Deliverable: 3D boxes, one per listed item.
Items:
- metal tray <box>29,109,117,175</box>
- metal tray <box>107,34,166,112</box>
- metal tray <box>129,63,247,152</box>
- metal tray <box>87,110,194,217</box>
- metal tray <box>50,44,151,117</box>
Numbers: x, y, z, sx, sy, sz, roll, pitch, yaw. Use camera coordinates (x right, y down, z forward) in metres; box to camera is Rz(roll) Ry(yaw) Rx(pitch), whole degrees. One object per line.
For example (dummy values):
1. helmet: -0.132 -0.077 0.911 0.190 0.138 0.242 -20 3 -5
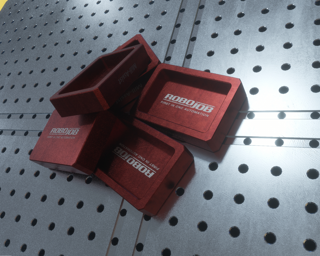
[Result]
1. metal tray: -0.127 0.014 0.442 0.130 0.030 0.090 -1 61 44
2. metal tray: -0.063 -0.081 0.488 0.130 0.030 0.090 -34 50 5
3. metal tray: 0.034 -0.032 0.406 0.130 0.030 0.090 20 73 35
4. metal tray: -0.034 0.039 0.398 0.130 0.030 0.090 28 78 37
5. metal tray: -0.080 -0.069 0.435 0.090 0.030 0.130 -6 35 34
